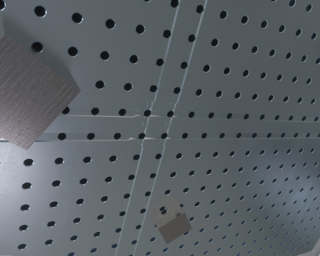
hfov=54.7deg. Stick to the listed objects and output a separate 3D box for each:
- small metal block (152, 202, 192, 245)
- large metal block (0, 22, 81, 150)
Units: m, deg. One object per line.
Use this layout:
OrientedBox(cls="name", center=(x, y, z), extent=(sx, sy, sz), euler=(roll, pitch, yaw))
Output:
OrientedBox(cls="small metal block", center=(0.021, 0.161, 0.522), extent=(0.050, 0.025, 0.050), euler=(-30, 129, -10))
OrientedBox(cls="large metal block", center=(-0.138, -0.038, 0.296), extent=(0.080, 0.050, 0.080), euler=(-47, 129, 5))
